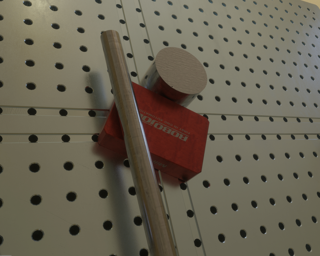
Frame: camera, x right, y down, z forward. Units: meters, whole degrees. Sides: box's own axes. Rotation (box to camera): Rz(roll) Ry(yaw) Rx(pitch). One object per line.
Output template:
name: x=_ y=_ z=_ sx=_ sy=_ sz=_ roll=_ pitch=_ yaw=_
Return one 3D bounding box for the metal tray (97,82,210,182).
metal tray: x=-0.004 y=0.003 z=0.401 sx=0.131 sy=0.030 sz=0.090 roll=25 pitch=53 yaw=-13

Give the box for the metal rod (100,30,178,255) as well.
metal rod: x=-0.028 y=0.012 z=0.346 sx=0.025 sy=0.025 sz=0.299 roll=-2 pitch=63 yaw=-29

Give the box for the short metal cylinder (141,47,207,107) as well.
short metal cylinder: x=0.020 y=-0.068 z=0.445 sx=0.081 sy=0.050 sz=0.080 roll=14 pitch=56 yaw=-21
